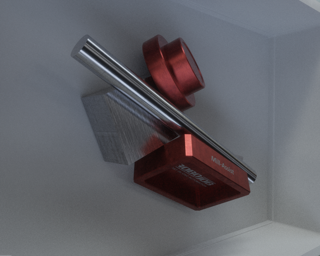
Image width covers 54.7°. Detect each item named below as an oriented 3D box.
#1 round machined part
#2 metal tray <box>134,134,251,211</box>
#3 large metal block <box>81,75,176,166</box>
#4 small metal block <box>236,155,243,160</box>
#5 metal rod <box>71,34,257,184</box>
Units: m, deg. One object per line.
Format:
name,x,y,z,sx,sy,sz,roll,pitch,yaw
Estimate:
round machined part,0.022,-0.071,0.380,0.098,0.042,0.098,54,20,-30
metal tray,0.042,0.063,0.396,0.130,0.090,0.030,33,42,-36
large metal block,-0.033,-0.012,0.362,0.081,0.050,0.080,-29,108,-37
small metal block,0.095,0.064,0.470,0.025,0.050,0.050,19,78,-39
metal rod,0.028,-0.002,0.363,0.301,0.025,0.025,36,68,-35
